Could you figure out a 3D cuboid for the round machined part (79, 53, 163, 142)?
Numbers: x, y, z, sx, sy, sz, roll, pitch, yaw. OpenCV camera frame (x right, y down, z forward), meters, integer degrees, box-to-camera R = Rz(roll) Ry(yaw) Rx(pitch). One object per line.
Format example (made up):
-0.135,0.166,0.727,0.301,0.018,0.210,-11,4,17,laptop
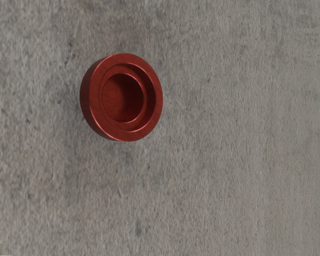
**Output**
-0.047,-0.034,0.356,0.099,0.042,0.097,0,90,-40,round machined part
